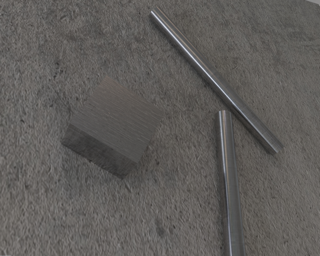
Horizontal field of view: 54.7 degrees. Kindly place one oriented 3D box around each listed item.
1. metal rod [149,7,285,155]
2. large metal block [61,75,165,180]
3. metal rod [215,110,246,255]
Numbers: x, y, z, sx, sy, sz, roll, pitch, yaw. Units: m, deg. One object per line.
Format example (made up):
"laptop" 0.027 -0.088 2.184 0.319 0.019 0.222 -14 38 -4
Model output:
"metal rod" 0.087 -0.079 0.498 0.300 0.025 0.025 50 51 7
"large metal block" -0.053 0.000 0.359 0.080 0.050 0.080 32 52 -7
"metal rod" 0.089 0.107 0.386 0.025 0.025 0.300 16 55 -20
